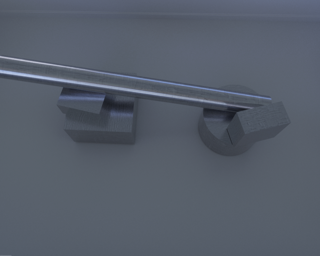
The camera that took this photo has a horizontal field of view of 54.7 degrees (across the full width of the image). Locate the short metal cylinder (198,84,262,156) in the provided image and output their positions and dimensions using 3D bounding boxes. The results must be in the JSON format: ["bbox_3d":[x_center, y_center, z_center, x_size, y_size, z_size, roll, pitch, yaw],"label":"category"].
[{"bbox_3d":[0.093,-0.009,0.399,0.081,0.050,0.080,0,70,0],"label":"short metal cylinder"}]

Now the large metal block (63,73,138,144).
[{"bbox_3d":[-0.072,-0.026,0.402,0.081,0.050,0.080,3,70,0],"label":"large metal block"}]

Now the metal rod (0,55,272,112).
[{"bbox_3d":[-0.023,-0.046,0.350,0.302,0.025,0.025,8,70,-6],"label":"metal rod"}]

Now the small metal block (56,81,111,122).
[{"bbox_3d":[-0.087,-0.039,0.368,0.050,0.025,0.050,12,70,4],"label":"small metal block"}]

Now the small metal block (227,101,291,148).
[{"bbox_3d":[0.107,-0.003,0.343,0.050,0.050,0.025,-14,71,-5],"label":"small metal block"}]
